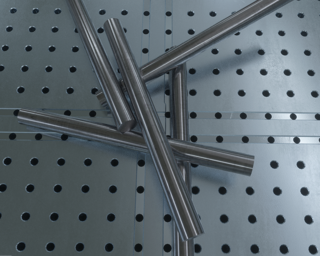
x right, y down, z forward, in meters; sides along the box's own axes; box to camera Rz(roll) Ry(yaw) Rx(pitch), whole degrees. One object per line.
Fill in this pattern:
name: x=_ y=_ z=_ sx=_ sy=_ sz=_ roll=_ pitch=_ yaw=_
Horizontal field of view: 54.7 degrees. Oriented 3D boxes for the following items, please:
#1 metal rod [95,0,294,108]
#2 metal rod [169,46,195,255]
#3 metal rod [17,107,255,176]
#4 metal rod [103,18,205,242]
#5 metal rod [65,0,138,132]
metal rod: x=0.049 y=-0.112 z=0.418 sx=0.301 sy=0.025 sz=0.025 roll=-29 pitch=73 yaw=2
metal rod: x=0.027 y=0.027 z=0.402 sx=0.025 sy=0.025 sz=0.299 roll=0 pitch=70 yaw=-1
metal rod: x=-0.038 y=0.014 z=0.387 sx=0.301 sy=0.025 sz=0.025 roll=12 pitch=70 yaw=11
metal rod: x=-0.017 y=-0.017 z=0.370 sx=0.025 sy=0.025 sz=0.299 roll=-18 pitch=65 yaw=-7
metal rod: x=-0.097 y=-0.123 z=0.434 sx=0.025 sy=0.025 sz=0.299 roll=-22 pitch=64 yaw=-8
